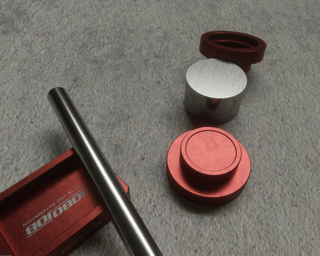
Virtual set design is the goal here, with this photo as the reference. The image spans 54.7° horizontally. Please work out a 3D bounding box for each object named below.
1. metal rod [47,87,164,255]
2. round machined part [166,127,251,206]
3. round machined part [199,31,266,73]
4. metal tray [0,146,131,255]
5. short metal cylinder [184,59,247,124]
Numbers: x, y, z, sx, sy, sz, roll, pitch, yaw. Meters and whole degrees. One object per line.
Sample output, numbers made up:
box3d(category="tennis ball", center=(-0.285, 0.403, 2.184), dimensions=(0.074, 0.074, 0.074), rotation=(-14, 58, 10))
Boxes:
box3d(category="metal rod", center=(-0.055, 0.057, 0.315), dimensions=(0.025, 0.025, 0.300), rotation=(-25, 55, -20))
box3d(category="round machined part", center=(0.057, 0.037, 0.362), dimensions=(0.099, 0.042, 0.098), rotation=(0, 50, 0))
box3d(category="round machined part", center=(0.109, -0.116, 0.479), dimensions=(0.099, 0.042, 0.098), rotation=(3, 33, -2))
box3d(category="metal tray", center=(-0.108, 0.083, 0.328), dimensions=(0.131, 0.030, 0.090), rotation=(-35, 59, -26))
box3d(category="short metal cylinder", center=(0.075, -0.052, 0.432), dimensions=(0.081, 0.050, 0.080), rotation=(0, 50, 0))
